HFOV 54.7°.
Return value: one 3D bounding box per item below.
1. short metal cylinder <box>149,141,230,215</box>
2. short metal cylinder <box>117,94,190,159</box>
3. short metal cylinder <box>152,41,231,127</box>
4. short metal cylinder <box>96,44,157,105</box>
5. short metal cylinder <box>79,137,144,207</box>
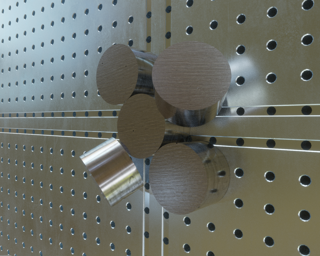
[{"bbox_3d":[0.034,0.056,0.363,0.080,0.050,0.079,0,90,39],"label":"short metal cylinder"},{"bbox_3d":[-0.009,-0.002,0.398,0.080,0.050,0.079,0,90,39],"label":"short metal cylinder"},{"bbox_3d":[0.033,-0.047,0.338,0.080,0.050,0.080,-1,70,2],"label":"short metal cylinder"},{"bbox_3d":[-0.042,-0.070,0.425,0.080,0.050,0.079,0,90,39],"label":"short metal cylinder"},{"bbox_3d":[-0.066,0.059,0.418,0.080,0.050,0.080,50,161,25],"label":"short metal cylinder"}]
